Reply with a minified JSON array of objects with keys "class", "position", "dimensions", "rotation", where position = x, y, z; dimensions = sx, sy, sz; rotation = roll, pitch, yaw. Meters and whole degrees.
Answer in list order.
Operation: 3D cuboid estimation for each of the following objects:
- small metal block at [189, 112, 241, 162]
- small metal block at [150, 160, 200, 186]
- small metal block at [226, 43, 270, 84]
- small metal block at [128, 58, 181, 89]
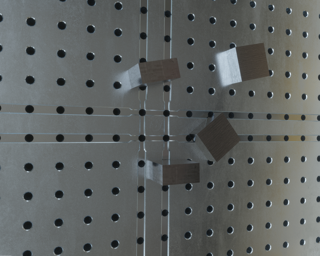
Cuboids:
[{"class":"small metal block","position":[0.079,0.013,0.443],"dimensions":[0.050,0.025,0.050],"rotation":[-40,103,-16]},{"class":"small metal block","position":[0.018,0.057,0.407],"dimensions":[0.050,0.050,0.025],"rotation":[-1,91,-20]},{"class":"small metal block","position":[0.131,-0.097,0.463],"dimensions":[0.050,0.025,0.050],"rotation":[-14,95,-20]},{"class":"small metal block","position":[-0.009,-0.070,0.397],"dimensions":[0.050,0.050,0.025],"rotation":[-13,95,-20]}]
